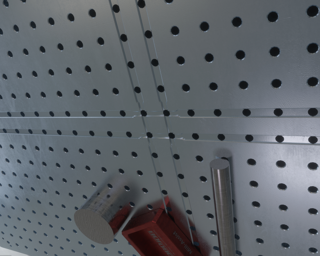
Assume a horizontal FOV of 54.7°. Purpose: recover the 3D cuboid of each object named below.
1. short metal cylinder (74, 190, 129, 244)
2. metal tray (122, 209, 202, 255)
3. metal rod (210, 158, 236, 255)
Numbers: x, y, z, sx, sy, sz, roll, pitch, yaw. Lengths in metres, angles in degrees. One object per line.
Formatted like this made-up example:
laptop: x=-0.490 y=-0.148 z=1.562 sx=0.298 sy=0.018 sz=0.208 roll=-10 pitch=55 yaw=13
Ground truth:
short metal cylinder: x=-0.103 y=0.157 z=0.546 sx=0.080 sy=0.050 sz=0.079 roll=13 pitch=124 yaw=21
metal tray: x=0.007 y=0.205 z=0.531 sx=0.090 sy=0.030 sz=0.130 roll=-32 pitch=101 yaw=38
metal rod: x=0.101 y=0.177 z=0.467 sx=0.025 sy=0.025 sz=0.298 roll=4 pitch=120 yaw=26
